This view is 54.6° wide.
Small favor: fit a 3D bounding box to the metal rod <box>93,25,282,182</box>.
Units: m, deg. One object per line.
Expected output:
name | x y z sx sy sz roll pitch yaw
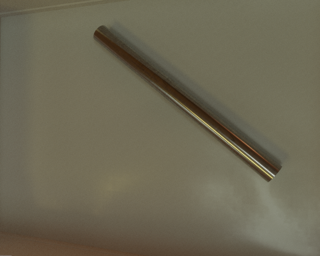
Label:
metal rod | 0.025 -0.040 0.402 0.300 0.025 0.025 41 103 15
